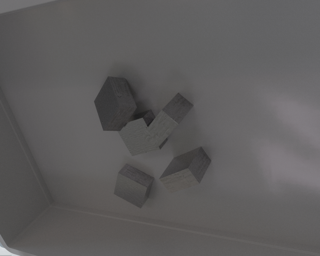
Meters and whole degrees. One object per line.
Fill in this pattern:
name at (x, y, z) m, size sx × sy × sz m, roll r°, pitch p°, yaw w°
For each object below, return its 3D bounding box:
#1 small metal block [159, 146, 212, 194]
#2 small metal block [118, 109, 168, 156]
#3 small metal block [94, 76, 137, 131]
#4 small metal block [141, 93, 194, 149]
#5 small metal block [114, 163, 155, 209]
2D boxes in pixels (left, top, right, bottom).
small metal block at (0.034, 0.055, 0.409) m, size 0.050 × 0.050 × 0.025 m, roll -27°, pitch 103°, yaw 37°
small metal block at (-0.026, 0.007, 0.427) m, size 0.050 × 0.025 × 0.050 m, roll -16°, pitch 110°, yaw 34°
small metal block at (-0.060, -0.031, 0.405) m, size 0.050 × 0.025 × 0.050 m, roll -50°, pitch 51°, yaw 39°
small metal block at (0.010, -0.009, 0.382) m, size 0.025 × 0.050 × 0.050 m, roll 40°, pitch 129°, yaw 1°
small metal block at (-0.041, 0.091, 0.487) m, size 0.050 × 0.025 × 0.050 m, roll 25°, pitch 127°, yaw 12°
